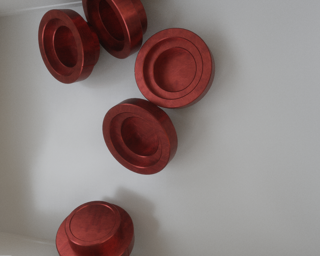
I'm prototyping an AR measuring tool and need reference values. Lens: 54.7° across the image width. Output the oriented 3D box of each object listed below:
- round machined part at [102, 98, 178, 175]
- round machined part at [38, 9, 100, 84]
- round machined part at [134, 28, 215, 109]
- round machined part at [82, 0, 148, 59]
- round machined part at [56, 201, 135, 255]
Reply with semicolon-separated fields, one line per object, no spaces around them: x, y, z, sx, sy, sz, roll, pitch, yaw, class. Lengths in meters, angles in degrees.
-0.021;0.007;0.394;0.098;0.042;0.097;14;122;25;round machined part
-0.122;-0.113;0.429;0.098;0.042;0.097;17;118;35;round machined part
0.021;-0.072;0.393;0.098;0.042;0.097;0;90;19;round machined part
-0.054;-0.143;0.400;0.042;0.098;0.098;-37;75;-24;round machined part
-0.083;0.133;0.397;0.098;0.098;0.042;13;128;19;round machined part
